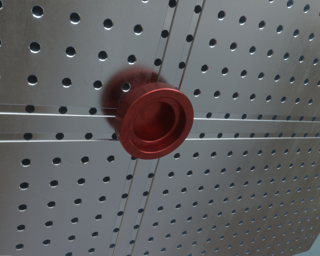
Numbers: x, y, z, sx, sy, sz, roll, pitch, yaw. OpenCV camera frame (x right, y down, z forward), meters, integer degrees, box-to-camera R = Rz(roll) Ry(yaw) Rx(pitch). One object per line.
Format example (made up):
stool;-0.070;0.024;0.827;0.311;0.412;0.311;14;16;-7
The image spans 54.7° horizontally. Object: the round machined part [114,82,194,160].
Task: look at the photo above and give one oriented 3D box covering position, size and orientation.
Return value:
round machined part;-0.011;-0.012;0.388;0.099;0.042;0.097;-14;125;-21
